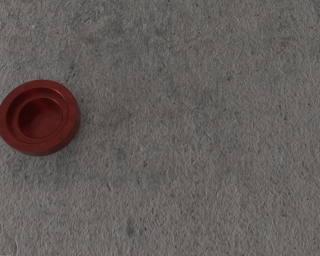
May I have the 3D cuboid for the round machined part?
[{"bbox_3d":[-0.152,-0.010,0.402,0.099,0.042,0.098,0,70,0],"label":"round machined part"}]
